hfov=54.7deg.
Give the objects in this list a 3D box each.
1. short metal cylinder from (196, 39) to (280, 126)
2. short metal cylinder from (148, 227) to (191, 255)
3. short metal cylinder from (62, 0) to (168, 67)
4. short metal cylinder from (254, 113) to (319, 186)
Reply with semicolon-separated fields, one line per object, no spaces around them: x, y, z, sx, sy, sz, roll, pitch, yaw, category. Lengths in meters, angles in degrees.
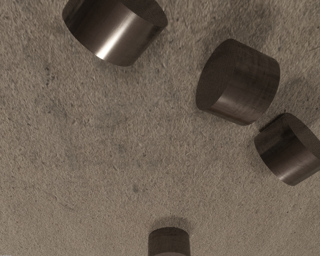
0.080;-0.048;0.332;0.050;0.080;0.079;20;127;-16;short metal cylinder
0.018;0.233;0.590;0.081;0.050;0.079;0;130;0;short metal cylinder
-0.040;-0.103;0.283;0.080;0.080;0.050;32;123;-25;short metal cylinder
0.168;0.027;0.397;0.080;0.080;0.050;30;124;-23;short metal cylinder
